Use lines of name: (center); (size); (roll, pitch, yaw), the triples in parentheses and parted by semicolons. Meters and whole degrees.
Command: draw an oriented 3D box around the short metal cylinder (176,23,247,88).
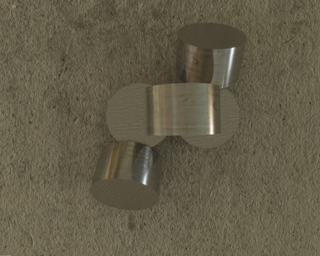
short metal cylinder: (0.060, -0.090, 0.377); (0.081, 0.080, 0.050); (1, 128, -1)

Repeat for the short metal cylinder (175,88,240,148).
short metal cylinder: (0.056, -0.016, 0.399); (0.081, 0.050, 0.079); (0, 90, -1)

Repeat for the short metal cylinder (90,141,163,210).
short metal cylinder: (-0.039, 0.060, 0.376); (0.081, 0.080, 0.050); (7, 51, -1)

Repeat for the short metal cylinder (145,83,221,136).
short metal cylinder: (0.025, -0.018, 0.334); (0.081, 0.080, 0.050); (-1, 90, -1)

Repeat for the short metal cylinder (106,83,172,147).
short metal cylinder: (-0.025, -0.014, 0.398); (0.081, 0.050, 0.079); (0, 90, -1)
